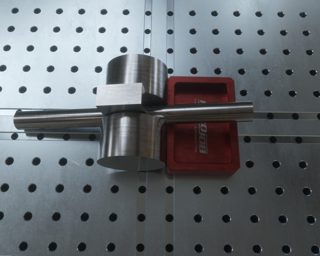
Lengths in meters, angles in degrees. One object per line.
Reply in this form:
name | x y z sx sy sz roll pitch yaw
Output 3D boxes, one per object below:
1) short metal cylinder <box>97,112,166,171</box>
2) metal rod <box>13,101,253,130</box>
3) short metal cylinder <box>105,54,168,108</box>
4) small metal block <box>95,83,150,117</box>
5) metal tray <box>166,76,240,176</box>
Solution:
short metal cylinder | -0.033 0.019 0.375 0.081 0.080 0.050 1 70 0
metal rod | -0.039 -0.015 0.392 0.301 0.025 0.025 -2 70 8
short metal cylinder | -0.030 -0.052 0.399 0.081 0.080 0.050 1 70 0
small metal block | -0.041 -0.028 0.358 0.050 0.050 0.025 -2 70 8
metal tray | 0.054 -0.004 0.411 0.091 0.030 0.130 1 70 0
